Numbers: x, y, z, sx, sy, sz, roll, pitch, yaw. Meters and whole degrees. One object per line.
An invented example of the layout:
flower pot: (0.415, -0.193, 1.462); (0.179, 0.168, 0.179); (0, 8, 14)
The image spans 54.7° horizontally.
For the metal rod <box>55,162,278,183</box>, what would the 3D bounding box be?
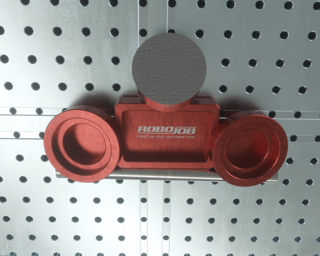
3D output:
metal rod: (0.010, 0.061, 0.432); (0.302, 0.025, 0.025); (2, 110, -1)

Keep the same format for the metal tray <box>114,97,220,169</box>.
metal tray: (0.008, 0.007, 0.408); (0.131, 0.030, 0.089); (1, 111, -1)

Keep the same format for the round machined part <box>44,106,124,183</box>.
round machined part: (-0.094, 0.018, 0.401); (0.099, 0.042, 0.097); (2, 108, 7)

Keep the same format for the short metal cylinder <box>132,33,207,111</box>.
short metal cylinder: (0.010, -0.062, 0.358); (0.081, 0.050, 0.080); (0, 84, 0)

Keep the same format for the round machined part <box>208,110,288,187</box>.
round machined part: (0.110, 0.024, 0.405); (0.099, 0.042, 0.097); (-3, 109, -8)
